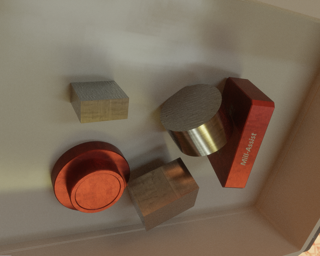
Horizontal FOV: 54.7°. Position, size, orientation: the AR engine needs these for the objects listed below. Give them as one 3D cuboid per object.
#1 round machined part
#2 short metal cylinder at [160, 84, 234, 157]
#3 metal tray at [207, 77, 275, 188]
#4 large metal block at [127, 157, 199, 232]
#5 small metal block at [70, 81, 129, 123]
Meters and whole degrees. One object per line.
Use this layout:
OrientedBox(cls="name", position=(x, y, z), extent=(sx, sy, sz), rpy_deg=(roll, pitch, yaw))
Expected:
OrientedBox(cls="round machined part", position=(-0.084, 0.069, 0.396), extent=(0.099, 0.042, 0.097), rpy_deg=(-14, 125, -21))
OrientedBox(cls="short metal cylinder", position=(0.047, -0.010, 0.394), extent=(0.080, 0.080, 0.050), rpy_deg=(-37, 130, -4))
OrientedBox(cls="metal tray", position=(0.104, 0.006, 0.425), extent=(0.030, 0.090, 0.129), rpy_deg=(5, 117, -12))
OrientedBox(cls="large metal block", position=(0.004, 0.095, 0.437), extent=(0.081, 0.050, 0.080), rpy_deg=(-24, 152, -14))
OrientedBox(cls="small metal block", position=(-0.067, -0.030, 0.338), extent=(0.050, 0.050, 0.025), rpy_deg=(-7, 122, -25))
